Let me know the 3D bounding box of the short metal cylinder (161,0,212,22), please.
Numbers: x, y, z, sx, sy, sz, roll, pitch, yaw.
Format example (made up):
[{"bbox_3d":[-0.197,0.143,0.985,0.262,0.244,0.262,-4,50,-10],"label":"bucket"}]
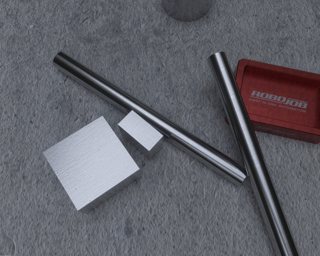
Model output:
[{"bbox_3d":[0.042,-0.211,0.473,0.081,0.050,0.080,0,70,0],"label":"short metal cylinder"}]

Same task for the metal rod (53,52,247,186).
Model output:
[{"bbox_3d":[-0.020,-0.018,0.414,0.301,0.025,0.025,33,73,11],"label":"metal rod"}]

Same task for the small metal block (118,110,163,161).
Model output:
[{"bbox_3d":[-0.023,0.011,0.391,0.050,0.050,0.025,39,75,13],"label":"small metal block"}]

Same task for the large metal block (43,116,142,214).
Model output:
[{"bbox_3d":[-0.079,0.046,0.377,0.080,0.050,0.080,-33,74,-12],"label":"large metal block"}]

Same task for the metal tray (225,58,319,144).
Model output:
[{"bbox_3d":[0.162,-0.037,0.420,0.131,0.030,0.090,13,70,4],"label":"metal tray"}]

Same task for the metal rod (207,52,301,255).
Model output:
[{"bbox_3d":[0.116,0.048,0.370,0.025,0.025,0.299,-16,79,-6],"label":"metal rod"}]
